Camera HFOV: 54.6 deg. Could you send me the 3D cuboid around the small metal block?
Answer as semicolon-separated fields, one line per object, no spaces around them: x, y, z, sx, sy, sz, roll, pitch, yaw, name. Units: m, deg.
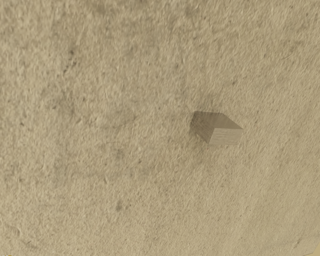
0.078;0.000;0.432;0.050;0.050;0.025;2;117;-30;small metal block
